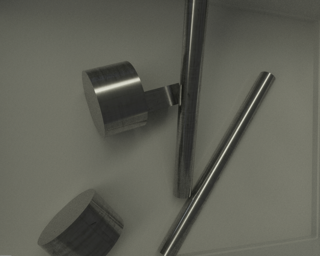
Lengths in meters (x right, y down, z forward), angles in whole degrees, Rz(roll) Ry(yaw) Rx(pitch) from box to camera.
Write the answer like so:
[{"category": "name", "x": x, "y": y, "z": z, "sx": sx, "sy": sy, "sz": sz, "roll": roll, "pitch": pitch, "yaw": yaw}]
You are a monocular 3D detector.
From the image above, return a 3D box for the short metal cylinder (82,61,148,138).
[{"category": "short metal cylinder", "x": -0.054, "y": -0.034, "z": 0.362, "sx": 0.050, "sy": 0.080, "sz": 0.080, "roll": -18, "pitch": 96, "yaw": -19}]

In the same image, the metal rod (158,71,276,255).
[{"category": "metal rod", "x": 0.086, "y": 0.046, "z": 0.443, "sx": 0.025, "sy": 0.025, "sz": 0.300, "roll": 36, "pitch": 78, "yaw": -17}]

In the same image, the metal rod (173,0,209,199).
[{"category": "metal rod", "x": 0.035, "y": -0.045, "z": 0.362, "sx": 0.025, "sy": 0.025, "sz": 0.298, "roll": -8, "pitch": 117, "yaw": -20}]

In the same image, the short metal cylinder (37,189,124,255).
[{"category": "short metal cylinder", "x": -0.088, "y": 0.115, "z": 0.350, "sx": 0.080, "sy": 0.080, "sz": 0.050, "roll": -43, "pitch": 104, "yaw": -15}]

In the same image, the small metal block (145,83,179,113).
[{"category": "small metal block", "x": -0.005, "y": -0.037, "z": 0.396, "sx": 0.050, "sy": 0.050, "sz": 0.025, "roll": -17, "pitch": 96, "yaw": -20}]
